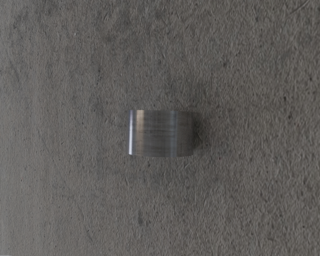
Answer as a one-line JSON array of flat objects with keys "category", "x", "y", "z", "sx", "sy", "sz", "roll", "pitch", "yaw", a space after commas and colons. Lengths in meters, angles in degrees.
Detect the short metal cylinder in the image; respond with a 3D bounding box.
[{"category": "short metal cylinder", "x": 0.000, "y": 0.005, "z": 0.370, "sx": 0.080, "sy": 0.081, "sz": 0.050, "roll": 3, "pitch": 92, "yaw": 40}]
